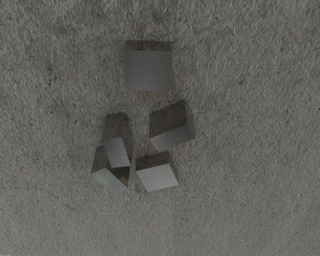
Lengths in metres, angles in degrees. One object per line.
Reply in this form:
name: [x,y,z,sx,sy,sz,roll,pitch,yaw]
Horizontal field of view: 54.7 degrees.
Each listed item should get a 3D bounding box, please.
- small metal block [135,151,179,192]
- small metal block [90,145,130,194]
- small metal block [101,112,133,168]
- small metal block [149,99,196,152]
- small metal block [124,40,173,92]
small metal block: [-0.003,0.066,0.463,0.050,0.025,0.050,-15,129,12]
small metal block: [-0.068,0.056,0.438,0.025,0.050,0.050,-25,126,19]
small metal block: [-0.054,0.015,0.403,0.025,0.050,0.050,-7,130,6]
small metal block: [0.015,-0.004,0.388,0.050,0.050,0.025,-22,127,17]
small metal block: [-0.013,-0.069,0.348,0.050,0.025,0.050,2,130,-2]
